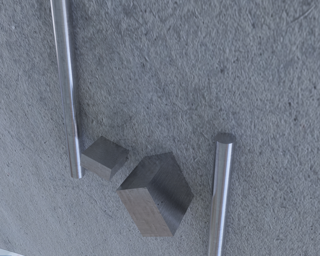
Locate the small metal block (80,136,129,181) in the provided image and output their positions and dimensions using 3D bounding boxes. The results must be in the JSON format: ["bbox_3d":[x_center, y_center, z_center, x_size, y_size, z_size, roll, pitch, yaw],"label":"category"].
[{"bbox_3d":[-0.082,0.044,0.461,0.050,0.050,0.025,27,128,11],"label":"small metal block"}]

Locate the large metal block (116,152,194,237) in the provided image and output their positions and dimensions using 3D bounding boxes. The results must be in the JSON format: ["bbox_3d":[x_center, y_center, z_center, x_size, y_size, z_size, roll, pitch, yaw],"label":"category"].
[{"bbox_3d":[-0.003,0.091,0.429,0.050,0.080,0.080,-14,111,34],"label":"large metal block"}]

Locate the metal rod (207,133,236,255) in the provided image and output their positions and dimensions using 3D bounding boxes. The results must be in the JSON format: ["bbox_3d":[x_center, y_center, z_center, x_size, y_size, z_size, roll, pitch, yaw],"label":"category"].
[{"bbox_3d":[0.084,0.140,0.449,0.025,0.025,0.298,11,123,22],"label":"metal rod"}]

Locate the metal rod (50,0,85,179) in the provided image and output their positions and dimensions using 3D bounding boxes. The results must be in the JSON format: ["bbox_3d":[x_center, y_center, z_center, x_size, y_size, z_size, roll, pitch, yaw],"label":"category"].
[{"bbox_3d":[-0.130,-0.046,0.446,0.025,0.025,0.298,17,125,18],"label":"metal rod"}]
